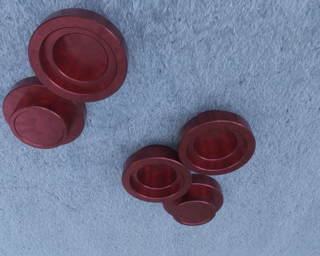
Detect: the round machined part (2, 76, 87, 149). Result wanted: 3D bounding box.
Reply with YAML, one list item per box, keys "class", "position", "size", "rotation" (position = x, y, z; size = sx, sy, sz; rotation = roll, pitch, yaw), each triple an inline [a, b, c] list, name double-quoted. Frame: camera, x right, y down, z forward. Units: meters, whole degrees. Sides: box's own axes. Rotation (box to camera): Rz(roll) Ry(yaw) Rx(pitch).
- class: "round machined part"
  position: [-0.144, -0.012, 0.384]
  size: [0.099, 0.042, 0.097]
  rotation: [0, 130, 0]

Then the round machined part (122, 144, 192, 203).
- class: "round machined part"
  position: [-0.004, 0.062, 0.449]
  size: [0.099, 0.042, 0.097]
  rotation: [0, 131, 0]

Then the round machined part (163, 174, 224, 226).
- class: "round machined part"
  position: [0.053, 0.122, 0.500]
  size: [0.099, 0.042, 0.097]
  rotation: [0, 130, 0]

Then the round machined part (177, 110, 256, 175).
- class: "round machined part"
  position: [0.072, 0.015, 0.409]
  size: [0.099, 0.042, 0.097]
  rotation: [0, 130, 0]

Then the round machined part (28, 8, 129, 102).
- class: "round machined part"
  position: [-0.082, -0.079, 0.328]
  size: [0.099, 0.042, 0.097]
  rotation: [0, 130, 0]
